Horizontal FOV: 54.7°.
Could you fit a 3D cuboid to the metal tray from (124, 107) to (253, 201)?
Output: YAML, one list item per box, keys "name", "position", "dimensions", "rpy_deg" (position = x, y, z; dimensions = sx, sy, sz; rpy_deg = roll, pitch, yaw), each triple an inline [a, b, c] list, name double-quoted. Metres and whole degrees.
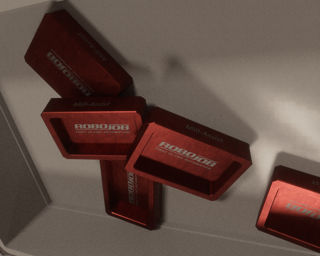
- name: "metal tray"
  position: [0.033, 0.036, 0.380]
  dimensions: [0.131, 0.030, 0.089]
  rpy_deg: [22, 130, -12]

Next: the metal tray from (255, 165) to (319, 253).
- name: "metal tray"
  position: [0.191, 0.105, 0.369]
  dimensions: [0.130, 0.030, 0.089]
  rpy_deg: [17, 125, 18]

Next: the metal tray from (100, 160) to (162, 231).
- name: "metal tray"
  position: [-0.044, 0.094, 0.484]
  dimensions: [0.090, 0.030, 0.129]
  rpy_deg: [14, 124, 20]

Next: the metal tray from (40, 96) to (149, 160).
- name: "metal tray"
  position: [-0.078, 0.003, 0.412]
  dimensions: [0.131, 0.030, 0.090]
  rpy_deg: [0, 134, 11]

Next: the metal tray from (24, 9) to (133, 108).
- name: "metal tray"
  position: [-0.111, -0.078, 0.413]
  dimensions: [0.130, 0.030, 0.090]
  rpy_deg: [45, 129, -4]
